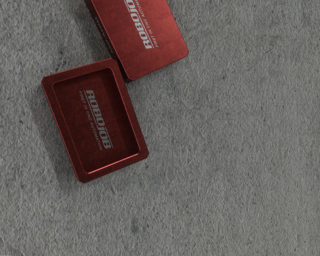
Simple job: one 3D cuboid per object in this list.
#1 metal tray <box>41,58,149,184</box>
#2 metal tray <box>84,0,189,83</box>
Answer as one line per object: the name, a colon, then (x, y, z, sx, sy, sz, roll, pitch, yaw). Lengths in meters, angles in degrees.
metal tray: (-0.077, -0.010, 0.377, 0.091, 0.030, 0.129, -21, 97, -19)
metal tray: (-0.030, -0.134, 0.395, 0.091, 0.030, 0.129, -28, 100, -18)
